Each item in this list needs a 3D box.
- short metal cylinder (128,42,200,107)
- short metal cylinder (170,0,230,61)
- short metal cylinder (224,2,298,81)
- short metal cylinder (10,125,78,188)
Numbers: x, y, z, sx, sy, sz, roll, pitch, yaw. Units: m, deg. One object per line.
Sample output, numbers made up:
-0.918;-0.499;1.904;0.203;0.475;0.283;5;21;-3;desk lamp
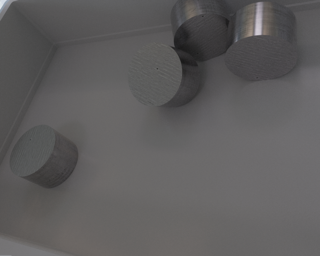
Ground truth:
0.005;-0.067;0.407;0.080;0.050;0.079;1;93;31;short metal cylinder
0.057;-0.139;0.426;0.080;0.080;0.050;-18;55;18;short metal cylinder
0.120;-0.101;0.369;0.080;0.080;0.050;-3;61;27;short metal cylinder
-0.169;0.042;0.453;0.080;0.050;0.080;-13;56;21;short metal cylinder
